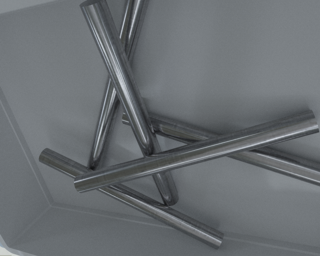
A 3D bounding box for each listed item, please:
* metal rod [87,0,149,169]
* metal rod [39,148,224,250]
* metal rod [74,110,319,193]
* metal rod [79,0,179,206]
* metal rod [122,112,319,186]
[{"bbox_3d":[-0.066,-0.037,0.420,0.025,0.025,0.298,29,128,9],"label":"metal rod"},{"bbox_3d":[-0.049,0.103,0.468,0.301,0.025,0.025,24,127,10],"label":"metal rod"},{"bbox_3d":[0.026,0.035,0.372,0.300,0.025,0.025,-17,110,20],"label":"metal rod"},{"bbox_3d":[-0.024,-0.005,0.378,0.025,0.025,0.299,3,132,27],"label":"metal rod"},{"bbox_3d":[0.091,0.025,0.375,0.301,0.025,0.025,17,125,18],"label":"metal rod"}]
